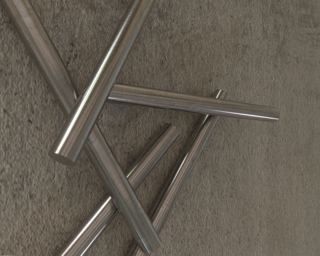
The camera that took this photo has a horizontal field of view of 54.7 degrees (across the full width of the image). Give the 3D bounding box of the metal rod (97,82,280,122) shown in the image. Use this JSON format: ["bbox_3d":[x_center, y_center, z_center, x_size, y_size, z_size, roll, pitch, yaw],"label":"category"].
[{"bbox_3d":[0.058,-0.032,0.427,0.302,0.025,0.025,5,87,-32],"label":"metal rod"}]

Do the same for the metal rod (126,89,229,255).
[{"bbox_3d":[0.026,0.067,0.426,0.025,0.025,0.300,45,63,-31],"label":"metal rod"}]

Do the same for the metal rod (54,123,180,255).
[{"bbox_3d":[-0.070,0.104,0.346,0.301,0.025,0.025,-50,120,-28],"label":"metal rod"}]

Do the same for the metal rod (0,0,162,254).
[{"bbox_3d":[-0.074,0.004,0.321,0.025,0.025,0.299,-35,105,-34],"label":"metal rod"}]

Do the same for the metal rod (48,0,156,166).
[{"bbox_3d":[-0.040,-0.097,0.339,0.025,0.025,0.300,40,56,-33],"label":"metal rod"}]
